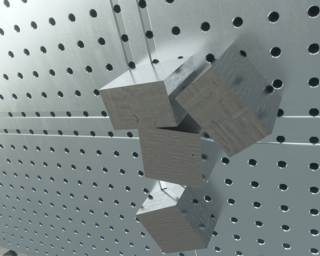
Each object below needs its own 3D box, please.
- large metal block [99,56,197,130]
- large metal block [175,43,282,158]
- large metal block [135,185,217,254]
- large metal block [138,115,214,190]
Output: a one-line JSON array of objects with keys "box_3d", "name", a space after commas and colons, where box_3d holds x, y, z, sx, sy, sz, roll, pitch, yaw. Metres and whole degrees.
[{"box_3d": [-0.007, -0.040, 0.355, 0.080, 0.080, 0.050, -4, 117, 30], "name": "large metal block"}, {"box_3d": [0.073, -0.031, 0.318, 0.080, 0.080, 0.050, 47, 129, -5], "name": "large metal block"}, {"box_3d": [0.025, 0.137, 0.467, 0.080, 0.050, 0.080, -25, 105, 37], "name": "large metal block"}, {"box_3d": [0.023, 0.025, 0.399, 0.080, 0.050, 0.080, 8, 122, 24], "name": "large metal block"}]
